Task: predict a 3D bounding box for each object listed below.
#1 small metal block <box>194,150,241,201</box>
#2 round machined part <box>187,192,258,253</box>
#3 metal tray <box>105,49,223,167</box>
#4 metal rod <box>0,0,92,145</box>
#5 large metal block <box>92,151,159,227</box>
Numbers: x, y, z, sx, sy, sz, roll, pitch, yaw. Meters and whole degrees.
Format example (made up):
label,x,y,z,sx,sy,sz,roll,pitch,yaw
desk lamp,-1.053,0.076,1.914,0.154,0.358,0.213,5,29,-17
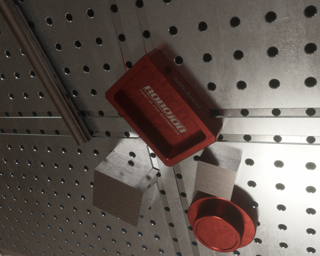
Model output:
label,x,y,z,sx,sy,sz,roll,pitch,yaw
small metal block,0.075,0.062,0.409,0.050,0.025,0.050,16,125,19
round machined part,0.085,0.136,0.439,0.098,0.042,0.097,13,124,20
metal tray,0.003,-0.021,0.391,0.130,0.030,0.090,49,128,-7
metal rod,-0.178,-0.108,0.435,0.025,0.025,0.299,-13,112,33
large metal block,-0.055,0.094,0.480,0.080,0.050,0.079,22,127,14
